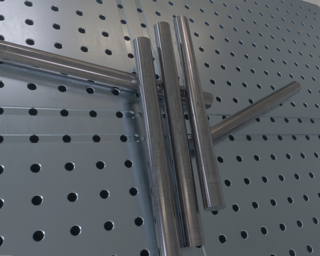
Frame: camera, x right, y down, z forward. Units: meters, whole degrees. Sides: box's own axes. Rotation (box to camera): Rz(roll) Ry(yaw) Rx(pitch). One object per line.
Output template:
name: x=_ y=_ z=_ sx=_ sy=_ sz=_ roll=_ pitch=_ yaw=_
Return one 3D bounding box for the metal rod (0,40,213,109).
metal rod: x=-0.063 y=-0.067 z=0.414 sx=0.302 sy=0.025 sz=0.025 roll=11 pitch=57 yaw=-22

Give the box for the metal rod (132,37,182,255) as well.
metal rod: x=-0.005 y=0.021 z=0.372 sx=0.025 sy=0.025 sz=0.299 roll=3 pitch=67 yaw=-27

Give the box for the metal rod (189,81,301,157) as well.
metal rod: x=0.148 y=-0.025 z=0.502 sx=0.302 sy=0.025 sz=0.025 roll=-26 pitch=76 yaw=-37

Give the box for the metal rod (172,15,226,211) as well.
metal rod: x=0.047 y=-0.039 z=0.423 sx=0.025 sy=0.025 sz=0.299 roll=8 pitch=58 yaw=-24

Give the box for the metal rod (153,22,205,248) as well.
metal rod: x=0.020 y=-0.007 z=0.399 sx=0.025 sy=0.025 sz=0.299 roll=3 pitch=68 yaw=-27
